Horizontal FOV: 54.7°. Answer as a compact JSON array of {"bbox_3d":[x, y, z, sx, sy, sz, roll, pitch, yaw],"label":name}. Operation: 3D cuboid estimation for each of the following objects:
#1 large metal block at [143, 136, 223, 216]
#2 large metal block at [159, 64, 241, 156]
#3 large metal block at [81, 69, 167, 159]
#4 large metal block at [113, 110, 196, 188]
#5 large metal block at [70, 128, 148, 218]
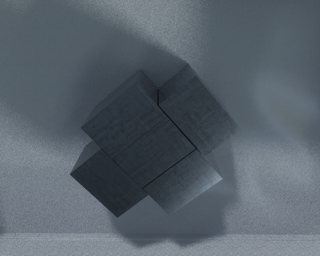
[{"bbox_3d":[0.026,0.052,0.401,0.080,0.080,0.050,-38,106,12],"label":"large metal block"},{"bbox_3d":[0.044,-0.025,0.373,0.050,0.080,0.080,-39,106,13],"label":"large metal block"},{"bbox_3d":[-0.039,-0.020,0.373,0.080,0.080,0.050,-38,106,12],"label":"large metal block"},{"bbox_3d":[-0.007,0.016,0.387,0.080,0.080,0.050,-38,106,12],"label":"large metal block"},{"bbox_3d":[-0.059,0.053,0.400,0.050,0.080,0.080,-39,106,13],"label":"large metal block"}]
